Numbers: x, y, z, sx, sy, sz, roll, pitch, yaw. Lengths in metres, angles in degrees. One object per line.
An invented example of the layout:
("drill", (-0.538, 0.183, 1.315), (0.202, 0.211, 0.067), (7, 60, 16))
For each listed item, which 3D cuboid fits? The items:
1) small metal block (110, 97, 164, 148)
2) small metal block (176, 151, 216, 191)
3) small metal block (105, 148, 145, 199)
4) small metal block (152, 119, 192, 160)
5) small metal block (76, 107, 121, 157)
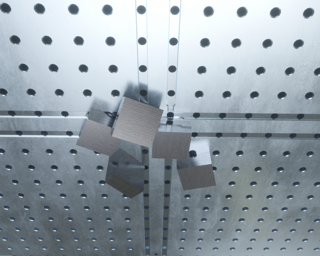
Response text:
("small metal block", (-0.029, -0.007, 0.389), (0.050, 0.025, 0.050), (18, 91, -15))
("small metal block", (0.055, 0.065, 0.468), (0.050, 0.025, 0.050), (-11, 130, 9))
("small metal block", (-0.050, 0.066, 0.451), (0.025, 0.050, 0.050), (-35, 122, 26))
("small metal block", (0.015, 0.016, 0.425), (0.050, 0.025, 0.050), (2, 130, -2))
("small metal block", (-0.078, 0.006, 0.416), (0.050, 0.025, 0.050), (21, 127, -17))
